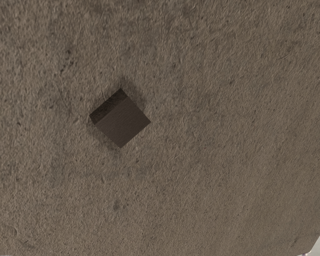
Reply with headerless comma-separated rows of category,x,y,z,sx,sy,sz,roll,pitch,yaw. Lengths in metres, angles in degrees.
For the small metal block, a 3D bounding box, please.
small metal block,-0.048,-0.011,0.375,0.050,0.025,0.050,-41,130,0
